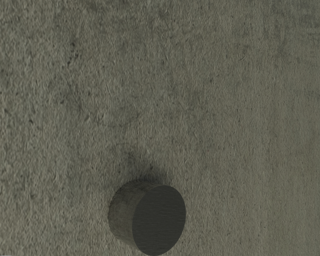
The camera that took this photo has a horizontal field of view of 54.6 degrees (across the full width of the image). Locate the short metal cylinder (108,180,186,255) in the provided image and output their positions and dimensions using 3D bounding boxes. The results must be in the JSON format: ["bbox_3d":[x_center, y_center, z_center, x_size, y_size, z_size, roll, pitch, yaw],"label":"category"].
[{"bbox_3d":[-0.015,0.106,0.375,0.081,0.050,0.080,0,90,-40],"label":"short metal cylinder"}]
